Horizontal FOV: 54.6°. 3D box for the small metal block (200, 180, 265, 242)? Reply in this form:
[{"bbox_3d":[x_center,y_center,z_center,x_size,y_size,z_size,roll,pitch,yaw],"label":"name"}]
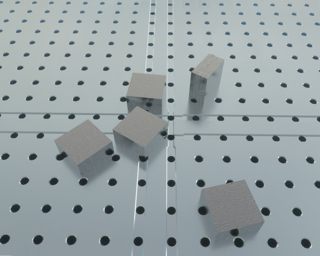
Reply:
[{"bbox_3d":[0.076,0.088,0.334,0.050,0.025,0.050,-10,51,-9],"label":"small metal block"}]

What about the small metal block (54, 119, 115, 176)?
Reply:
[{"bbox_3d":[-0.094,0.024,0.388,0.050,0.025,0.050,-36,59,-26],"label":"small metal block"}]

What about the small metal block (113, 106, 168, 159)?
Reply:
[{"bbox_3d":[-0.025,0.005,0.404,0.050,0.025,0.050,28,55,22],"label":"small metal block"}]

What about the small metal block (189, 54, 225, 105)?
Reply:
[{"bbox_3d":[0.067,-0.071,0.452,0.025,0.050,0.050,28,55,21],"label":"small metal block"}]

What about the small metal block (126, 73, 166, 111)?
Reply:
[{"bbox_3d":[-0.019,-0.053,0.452,0.050,0.025,0.050,6,50,5],"label":"small metal block"}]
